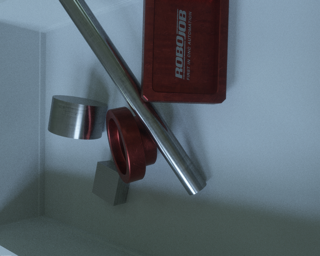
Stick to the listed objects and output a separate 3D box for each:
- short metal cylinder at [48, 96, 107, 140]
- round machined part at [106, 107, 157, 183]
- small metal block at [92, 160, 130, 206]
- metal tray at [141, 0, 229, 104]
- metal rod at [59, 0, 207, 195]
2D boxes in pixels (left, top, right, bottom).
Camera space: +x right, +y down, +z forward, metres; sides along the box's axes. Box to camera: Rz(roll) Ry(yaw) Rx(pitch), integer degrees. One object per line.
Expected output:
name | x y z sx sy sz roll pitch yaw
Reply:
short metal cylinder | -0.125 -0.017 0.471 0.080 0.081 0.050 19 102 38
round machined part | -0.036 0.019 0.405 0.098 0.042 0.097 167 90 -69
small metal block | -0.072 0.081 0.464 0.050 0.025 0.050 20 102 38
metal tray | 0.027 -0.093 0.343 0.030 0.091 0.129 -170 82 -81
metal rod | -0.038 -0.051 0.365 0.025 0.025 0.299 -32 93 35
